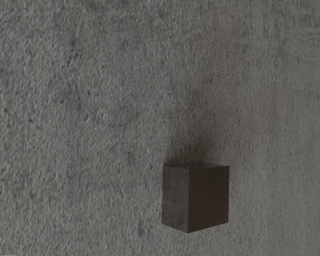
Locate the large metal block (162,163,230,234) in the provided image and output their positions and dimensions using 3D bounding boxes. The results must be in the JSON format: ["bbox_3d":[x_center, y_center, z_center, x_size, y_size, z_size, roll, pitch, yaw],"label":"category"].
[{"bbox_3d":[0.050,0.092,0.429,0.081,0.050,0.080,2,89,-40],"label":"large metal block"}]
